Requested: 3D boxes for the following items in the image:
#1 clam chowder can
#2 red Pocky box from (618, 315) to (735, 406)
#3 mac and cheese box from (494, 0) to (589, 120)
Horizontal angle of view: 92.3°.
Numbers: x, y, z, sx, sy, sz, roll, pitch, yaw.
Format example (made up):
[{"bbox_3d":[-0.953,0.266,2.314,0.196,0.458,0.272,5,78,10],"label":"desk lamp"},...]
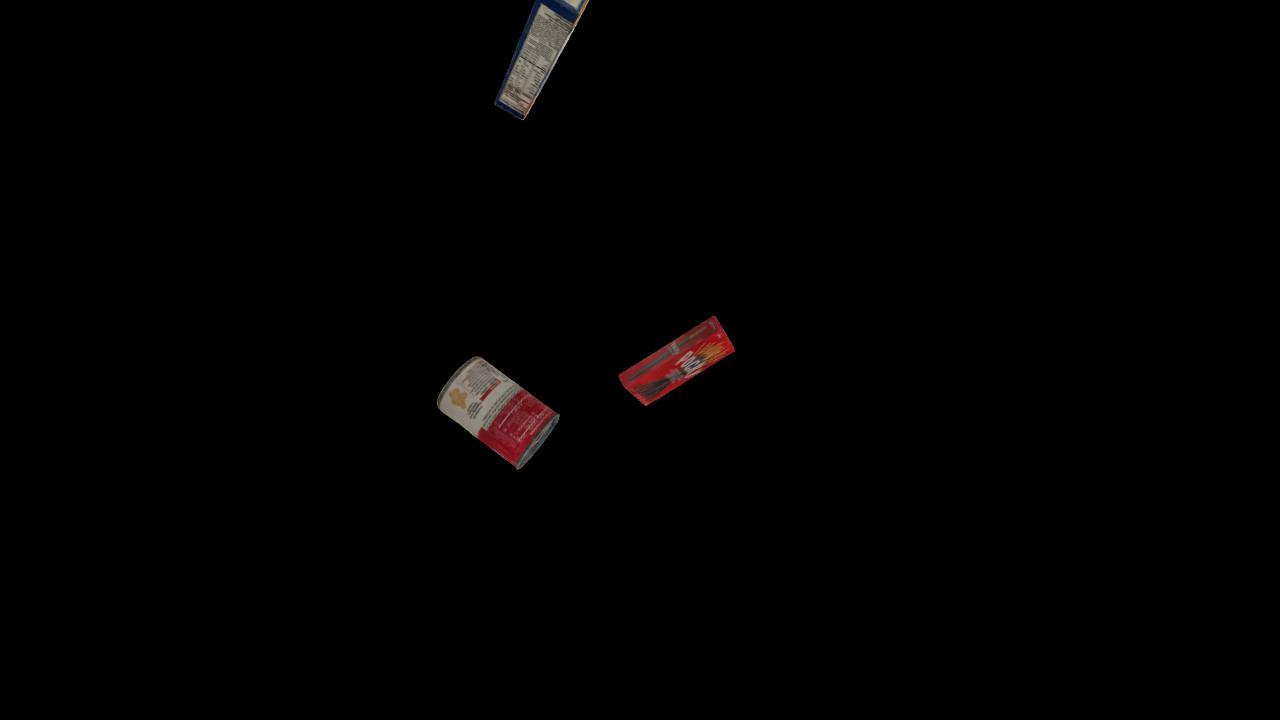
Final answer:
[{"bbox_3d":[-0.140,0.051,0.609,0.102,0.068,0.068,37,2,3],"label":"clam chowder can"},{"bbox_3d":[0.053,0.004,0.848,0.155,0.028,0.083,-32,-30,7],"label":"red Pocky box"},{"bbox_3d":[-0.087,-0.315,0.585,0.041,0.093,0.184,25,-16,-20],"label":"mac and cheese box"}]
